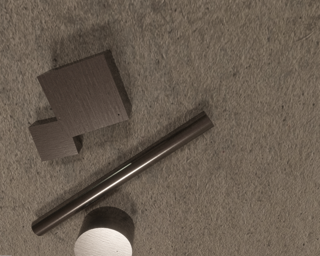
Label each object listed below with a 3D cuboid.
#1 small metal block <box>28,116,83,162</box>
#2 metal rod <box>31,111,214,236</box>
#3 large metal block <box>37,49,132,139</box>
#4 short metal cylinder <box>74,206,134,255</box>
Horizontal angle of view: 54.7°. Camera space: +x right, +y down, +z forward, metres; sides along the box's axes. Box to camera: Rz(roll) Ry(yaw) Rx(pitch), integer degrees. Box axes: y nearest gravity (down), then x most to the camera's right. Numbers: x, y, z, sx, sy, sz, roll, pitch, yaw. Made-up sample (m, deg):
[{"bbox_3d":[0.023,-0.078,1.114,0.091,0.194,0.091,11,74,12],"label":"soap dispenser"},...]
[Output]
[{"bbox_3d":[-0.138,0.012,0.412,0.050,0.025,0.050,-12,110,4],"label":"small metal block"},{"bbox_3d":[-0.059,0.069,0.434,0.300,0.025,0.025,-33,107,11],"label":"metal rod"},{"bbox_3d":[-0.087,-0.043,0.380,0.080,0.050,0.080,-17,109,6],"label":"large metal block"},{"bbox_3d":[-0.079,0.164,0.456,0.081,0.050,0.079,0,110,-1],"label":"short metal cylinder"}]
